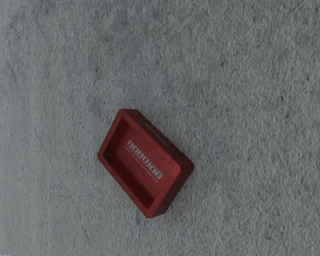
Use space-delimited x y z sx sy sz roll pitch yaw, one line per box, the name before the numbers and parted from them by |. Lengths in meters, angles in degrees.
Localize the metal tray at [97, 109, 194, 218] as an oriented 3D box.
metal tray | -0.025 0.044 0.422 0.130 0.030 0.089 43 116 31
